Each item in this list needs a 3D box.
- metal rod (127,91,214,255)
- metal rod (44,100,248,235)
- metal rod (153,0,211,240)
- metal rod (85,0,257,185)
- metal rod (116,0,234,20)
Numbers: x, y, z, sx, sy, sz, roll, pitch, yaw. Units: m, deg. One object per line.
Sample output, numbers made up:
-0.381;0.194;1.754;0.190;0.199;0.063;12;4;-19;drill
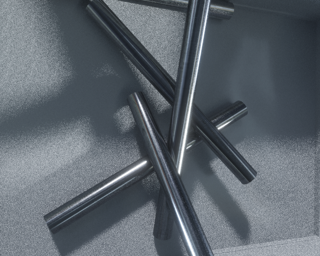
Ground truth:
0.023;0.088;0.346;0.025;0.025;0.299;-15;67;-19;metal rod
-0.005;0.042;0.408;0.302;0.025;0.025;-30;100;-18;metal rod
0.024;-0.001;0.380;0.025;0.025;0.298;4;104;-20;metal rod
0.019;-0.042;0.398;0.025;0.025;0.300;-45;97;-14;metal rod
-0.039;-0.170;0.385;0.303;0.025;0.025;1;90;-24;metal rod
